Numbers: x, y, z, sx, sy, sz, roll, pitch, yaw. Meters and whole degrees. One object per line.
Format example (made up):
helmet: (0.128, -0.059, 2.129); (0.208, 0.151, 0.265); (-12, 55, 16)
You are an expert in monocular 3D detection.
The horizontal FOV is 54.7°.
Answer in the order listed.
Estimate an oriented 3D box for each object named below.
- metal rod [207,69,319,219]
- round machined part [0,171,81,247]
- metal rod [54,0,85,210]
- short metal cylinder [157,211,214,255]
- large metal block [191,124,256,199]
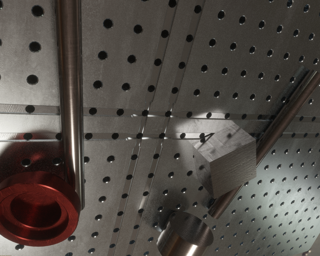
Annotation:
metal rod: (0.175, 0.035, 0.531); (0.025, 0.025, 0.299); (23, 106, -37)
round machined part: (-0.143, 0.090, 0.365); (0.099, 0.042, 0.097); (-2, 119, -3)
metal rod: (-0.098, -0.025, 0.342); (0.025, 0.025, 0.298); (-8, 122, -25)
short metal cylinder: (0.042, 0.185, 0.515); (0.081, 0.080, 0.050); (13, 112, -34)
large metal block: (0.102, 0.052, 0.485); (0.081, 0.050, 0.080); (-24, 128, -14)
